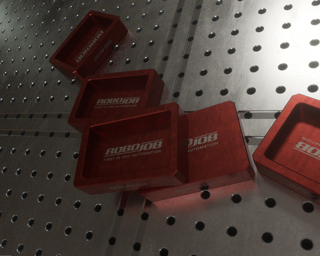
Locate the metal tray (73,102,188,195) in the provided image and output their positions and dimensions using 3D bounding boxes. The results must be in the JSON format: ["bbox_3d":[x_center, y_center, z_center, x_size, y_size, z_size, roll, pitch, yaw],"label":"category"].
[{"bbox_3d":[-0.034,0.026,0.366,0.130,0.030,0.090,-11,57,22],"label":"metal tray"}]

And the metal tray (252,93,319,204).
[{"bbox_3d":[0.170,0.029,0.297,0.130,0.030,0.090,29,77,36],"label":"metal tray"}]

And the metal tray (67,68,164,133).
[{"bbox_3d":[-0.066,-0.039,0.461,0.130,0.030,0.090,0,61,27],"label":"metal tray"}]

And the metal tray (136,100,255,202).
[{"bbox_3d":[0.036,0.028,0.368,0.130,0.030,0.090,-17,55,18],"label":"metal tray"}]

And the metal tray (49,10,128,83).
[{"bbox_3d":[-0.131,-0.151,0.564,0.090,0.030,0.130,27,76,37],"label":"metal tray"}]
